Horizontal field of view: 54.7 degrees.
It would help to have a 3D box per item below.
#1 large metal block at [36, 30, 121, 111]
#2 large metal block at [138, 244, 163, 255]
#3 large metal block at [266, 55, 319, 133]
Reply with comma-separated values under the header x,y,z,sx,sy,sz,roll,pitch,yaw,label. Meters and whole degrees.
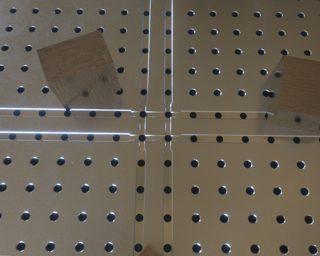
x,y,z,sx,sy,sz,roll,pitch,yaw,label
-0.102,-0.073,0.408,0.080,0.080,0.050,-21,72,-8,large metal block
-0.020,0.170,0.320,0.050,0.080,0.080,40,75,13,large metal block
0.195,-0.044,0.417,0.080,0.050,0.080,11,70,3,large metal block
